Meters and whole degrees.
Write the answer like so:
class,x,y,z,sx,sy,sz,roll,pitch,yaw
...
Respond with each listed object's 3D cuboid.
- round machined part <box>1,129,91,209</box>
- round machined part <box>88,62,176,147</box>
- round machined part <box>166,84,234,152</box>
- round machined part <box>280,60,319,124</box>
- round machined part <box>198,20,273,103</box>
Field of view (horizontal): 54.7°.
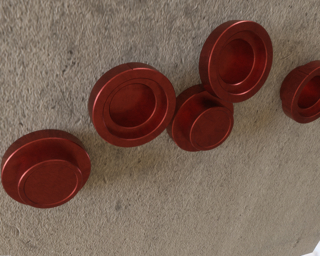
class,x,y,z,sx,sy,sz,roll,pitch,yaw
round machined part,-0.129,0.054,0.359,0.099,0.042,0.097,-14,124,-21
round machined part,-0.034,-0.030,0.359,0.099,0.042,0.097,-14,124,-21
round machined part,0.061,-0.008,0.424,0.099,0.042,0.097,-14,124,-21
round machined part,0.228,-0.059,0.484,0.099,0.042,0.097,-14,124,-21
round machined part,0.089,-0.083,0.386,0.099,0.042,0.097,-11,114,-25
